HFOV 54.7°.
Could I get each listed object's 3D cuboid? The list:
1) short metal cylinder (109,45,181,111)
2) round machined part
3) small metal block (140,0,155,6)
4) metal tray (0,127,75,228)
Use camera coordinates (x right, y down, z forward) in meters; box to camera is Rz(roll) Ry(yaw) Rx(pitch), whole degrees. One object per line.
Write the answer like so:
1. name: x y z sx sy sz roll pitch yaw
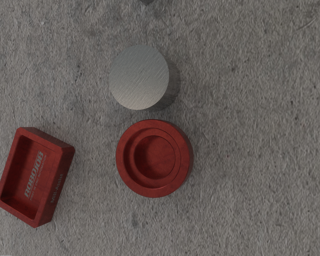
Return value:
1. short metal cylinder: -0.018 -0.062 0.402 0.080 0.050 0.080 0 90 20
2. round machined part: -0.004 0.038 0.401 0.098 0.042 0.097 0 90 20
3. small metal block: -0.012 -0.202 0.413 0.050 0.025 0.050 -26 82 18
4. metal tray: -0.193 0.073 0.474 0.090 0.030 0.129 23 98 18
